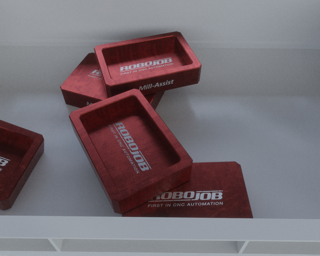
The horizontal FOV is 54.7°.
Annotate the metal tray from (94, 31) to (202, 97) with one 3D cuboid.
[{"bbox_3d":[-0.019,-0.090,0.437,0.131,0.030,0.090,-14,51,-12],"label":"metal tray"}]

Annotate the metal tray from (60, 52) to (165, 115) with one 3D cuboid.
[{"bbox_3d":[-0.064,-0.060,0.452,0.130,0.030,0.090,16,52,13],"label":"metal tray"}]

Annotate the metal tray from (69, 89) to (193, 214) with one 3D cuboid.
[{"bbox_3d":[-0.035,0.018,0.345,0.091,0.030,0.130,-23,54,-19],"label":"metal tray"}]

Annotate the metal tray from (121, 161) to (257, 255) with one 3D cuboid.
[{"bbox_3d":[0.027,0.083,0.332,0.131,0.030,0.090,-2,50,-2],"label":"metal tray"}]

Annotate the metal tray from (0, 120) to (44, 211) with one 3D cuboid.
[{"bbox_3d":[-0.213,0.028,0.352,0.131,0.030,0.090,21,51,-5],"label":"metal tray"}]
